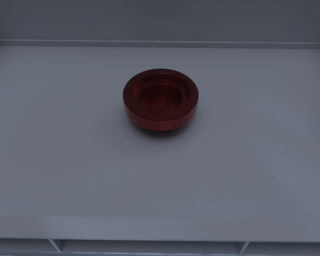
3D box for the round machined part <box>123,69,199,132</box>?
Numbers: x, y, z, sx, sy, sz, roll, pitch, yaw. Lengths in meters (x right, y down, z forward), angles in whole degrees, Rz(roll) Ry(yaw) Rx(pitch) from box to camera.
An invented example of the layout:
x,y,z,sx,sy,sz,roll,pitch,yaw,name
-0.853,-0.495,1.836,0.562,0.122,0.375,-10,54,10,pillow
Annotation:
x,y,z,sx,sy,sz,roll,pitch,yaw,name
0.001,-0.033,0.418,0.099,0.042,0.098,0,50,0,round machined part
